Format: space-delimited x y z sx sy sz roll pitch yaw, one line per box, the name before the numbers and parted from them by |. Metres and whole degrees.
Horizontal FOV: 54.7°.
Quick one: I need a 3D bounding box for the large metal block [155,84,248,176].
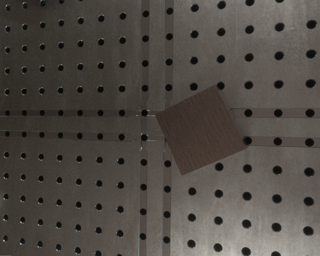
large metal block | 0.053 0.003 0.380 0.080 0.050 0.080 -26 82 17
